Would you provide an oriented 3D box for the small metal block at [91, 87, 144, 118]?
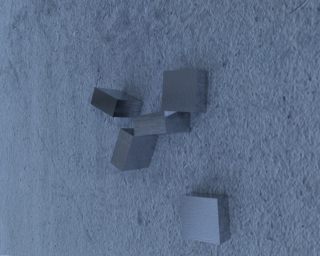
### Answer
[{"bbox_3d":[-0.060,-0.036,0.439,0.050,0.050,0.025,29,108,36],"label":"small metal block"}]

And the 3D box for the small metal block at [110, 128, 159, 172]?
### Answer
[{"bbox_3d":[-0.034,0.028,0.416,0.025,0.050,0.050,29,108,36],"label":"small metal block"}]

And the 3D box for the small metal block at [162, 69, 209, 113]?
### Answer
[{"bbox_3d":[0.030,-0.045,0.380,0.050,0.025,0.050,5,93,40],"label":"small metal block"}]

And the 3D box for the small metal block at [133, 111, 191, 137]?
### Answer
[{"bbox_3d":[0.003,-0.005,0.386,0.050,0.050,0.025,-8,85,40],"label":"small metal block"}]

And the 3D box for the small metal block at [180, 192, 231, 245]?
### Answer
[{"bbox_3d":[0.053,0.103,0.362,0.050,0.025,0.050,-5,87,40],"label":"small metal block"}]
